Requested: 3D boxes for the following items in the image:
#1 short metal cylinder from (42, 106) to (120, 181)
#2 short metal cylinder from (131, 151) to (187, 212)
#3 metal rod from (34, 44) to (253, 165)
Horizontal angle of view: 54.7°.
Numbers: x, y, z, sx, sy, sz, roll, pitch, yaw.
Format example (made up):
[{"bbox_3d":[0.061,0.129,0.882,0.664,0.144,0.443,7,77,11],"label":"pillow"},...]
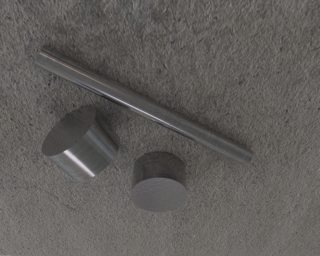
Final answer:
[{"bbox_3d":[-0.097,0.018,0.386,0.080,0.080,0.050,-24,126,18],"label":"short metal cylinder"},{"bbox_3d":[-0.001,0.081,0.459,0.081,0.050,0.079,0,130,0],"label":"short metal cylinder"},{"bbox_3d":[-0.004,-0.019,0.390,0.302,0.025,0.025,25,126,-21],"label":"metal rod"}]
